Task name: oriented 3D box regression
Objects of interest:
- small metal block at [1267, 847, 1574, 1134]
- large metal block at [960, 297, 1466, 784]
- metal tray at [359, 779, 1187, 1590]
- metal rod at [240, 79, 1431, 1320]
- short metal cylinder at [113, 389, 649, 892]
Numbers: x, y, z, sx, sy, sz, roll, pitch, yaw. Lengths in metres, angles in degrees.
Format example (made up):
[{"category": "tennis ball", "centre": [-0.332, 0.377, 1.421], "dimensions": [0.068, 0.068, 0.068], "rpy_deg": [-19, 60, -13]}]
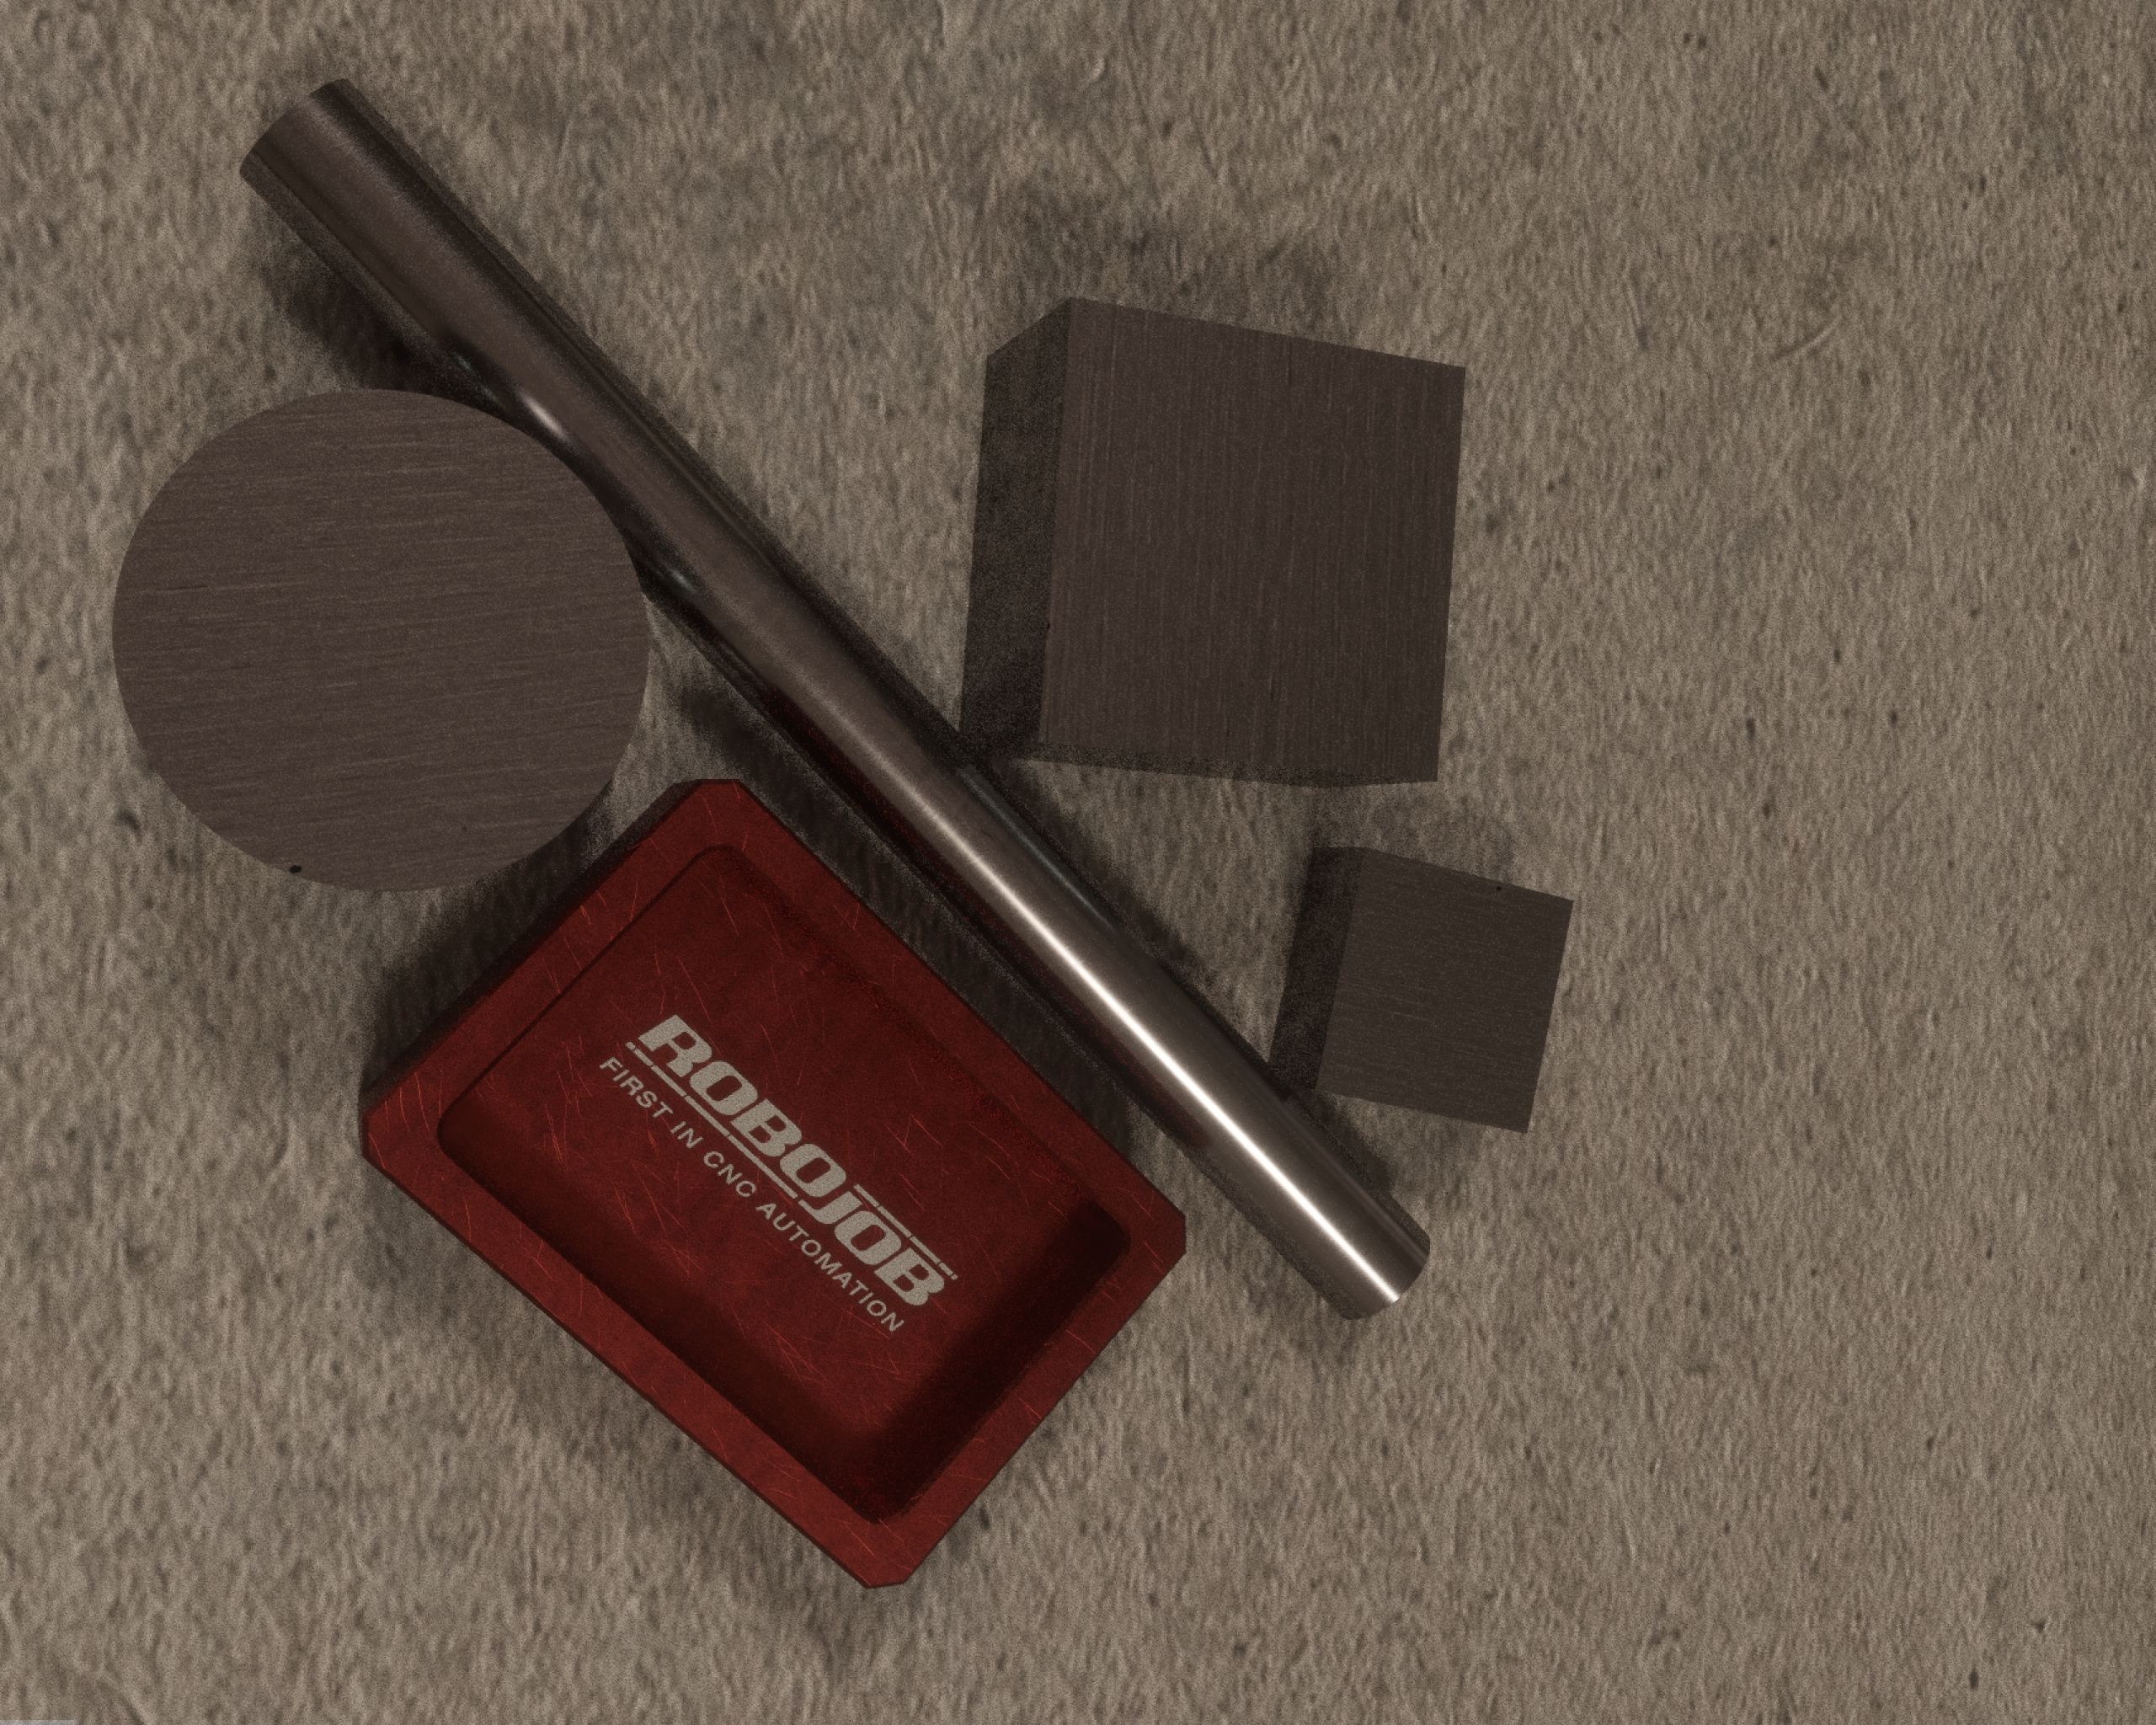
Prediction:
[{"category": "small metal block", "centre": [0.071, 0.027, 0.439], "dimensions": [0.050, 0.025, 0.050], "rpy_deg": [14, 85, -20]}, {"category": "large metal block", "centre": [0.025, -0.058, 0.407], "dimensions": [0.081, 0.050, 0.080], "rpy_deg": [5, 89, -20]}, {"category": "metal tray", "centre": [-0.054, 0.059, 0.388], "dimensions": [0.130, 0.030, 0.090], "rpy_deg": [46, 76, -15]}, {"category": "metal rod", "centre": [-0.036, -0.020, 0.397], "dimensions": [0.025, 0.025, 0.300], "rpy_deg": [-47, 105, -14]}, {"category": "short metal cylinder", "centre": [-0.117, -0.035, 0.354], "dimensions": [0.081, 0.050, 0.079], "rpy_deg": [0, 90, -21]}]
